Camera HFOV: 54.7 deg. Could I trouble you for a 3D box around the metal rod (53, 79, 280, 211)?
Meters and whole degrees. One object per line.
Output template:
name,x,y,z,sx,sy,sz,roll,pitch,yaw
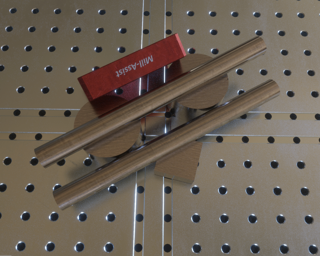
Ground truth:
metal rod,0.016,0.015,0.379,0.302,0.025,0.025,-27,73,-10

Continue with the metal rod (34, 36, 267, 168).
metal rod,-0.002,-0.036,0.371,0.302,0.025,0.025,-28,73,-10

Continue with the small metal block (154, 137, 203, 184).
small metal block,0.023,0.039,0.397,0.050,0.025,0.050,14,71,4

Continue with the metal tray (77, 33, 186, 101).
metal tray,-0.041,-0.079,0.404,0.131,0.090,0.030,-27,105,-10

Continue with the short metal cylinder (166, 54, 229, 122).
short metal cylinder,0.047,-0.053,0.419,0.081,0.050,0.080,0,70,0

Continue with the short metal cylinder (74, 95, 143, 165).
short metal cylinder,-0.063,0.005,0.396,0.081,0.050,0.080,0,70,0
